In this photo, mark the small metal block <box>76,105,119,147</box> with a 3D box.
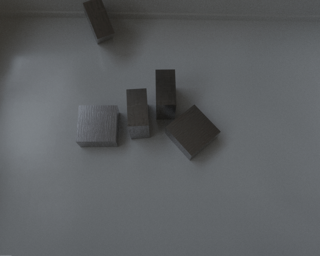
[{"bbox_3d":[-0.081,-0.002,0.409,0.050,0.025,0.050,0,70,-1],"label":"small metal block"}]

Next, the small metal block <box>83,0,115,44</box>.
[{"bbox_3d":[-0.087,-0.151,0.441,0.025,0.050,0.050,-23,101,-8],"label":"small metal block"}]

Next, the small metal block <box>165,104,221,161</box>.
[{"bbox_3d":[0.042,0.006,0.408,0.050,0.025,0.050,-38,75,-13],"label":"small metal block"}]

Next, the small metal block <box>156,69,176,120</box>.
[{"bbox_3d":[0.007,-0.043,0.412,0.025,0.050,0.050,-1,70,-1],"label":"small metal block"}]

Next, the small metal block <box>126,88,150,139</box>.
[{"bbox_3d":[-0.028,-0.017,0.402,0.025,0.050,0.050,-4,70,-2],"label":"small metal block"}]
